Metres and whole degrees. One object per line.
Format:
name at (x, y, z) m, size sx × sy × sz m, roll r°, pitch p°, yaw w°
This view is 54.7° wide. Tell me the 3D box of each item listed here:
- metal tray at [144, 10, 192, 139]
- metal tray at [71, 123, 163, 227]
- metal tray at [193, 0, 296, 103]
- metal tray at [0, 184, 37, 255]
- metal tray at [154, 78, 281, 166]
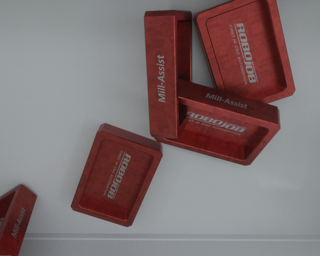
metal tray at (0.014, -0.063, 0.349) m, size 0.030 × 0.090 × 0.129 m, roll 3°, pitch 110°, yaw 16°
metal tray at (-0.061, 0.068, 0.432) m, size 0.091 × 0.030 × 0.129 m, roll 20°, pitch 109°, yaw -8°
metal tray at (0.103, -0.089, 0.377) m, size 0.090 × 0.030 × 0.129 m, roll -19°, pitch 109°, yaw 6°
metal tray at (-0.218, 0.143, 0.403) m, size 0.090 × 0.130 × 0.030 m, roll -32°, pitch 119°, yaw 11°
metal tray at (0.066, -0.004, 0.380) m, size 0.131 × 0.030 × 0.089 m, roll 16°, pitch 141°, yaw -2°
